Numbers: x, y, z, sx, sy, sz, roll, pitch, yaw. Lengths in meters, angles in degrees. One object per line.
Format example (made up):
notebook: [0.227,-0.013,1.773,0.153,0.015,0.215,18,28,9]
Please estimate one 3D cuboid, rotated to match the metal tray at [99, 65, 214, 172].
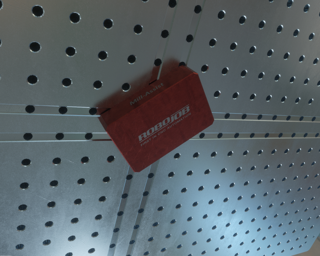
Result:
metal tray: [0.000,-0.011,0.403,0.131,0.030,0.090,-33,129,-7]
